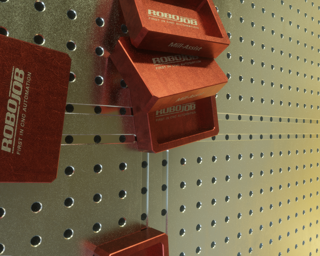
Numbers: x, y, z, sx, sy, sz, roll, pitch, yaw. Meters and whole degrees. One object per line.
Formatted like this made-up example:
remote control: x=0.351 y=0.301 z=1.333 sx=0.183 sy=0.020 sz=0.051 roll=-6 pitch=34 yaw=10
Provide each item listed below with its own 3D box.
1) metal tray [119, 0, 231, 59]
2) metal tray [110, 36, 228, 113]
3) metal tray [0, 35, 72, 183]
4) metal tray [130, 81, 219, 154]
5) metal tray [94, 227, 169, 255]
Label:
metal tray: x=0.019 y=-0.138 z=0.389 sx=0.131 sy=0.030 sz=0.090 roll=-2 pitch=65 yaw=-33
metal tray: x=0.015 y=-0.075 z=0.391 sx=0.131 sy=0.030 sz=0.090 roll=-18 pitch=69 yaw=-38
metal tray: x=-0.139 y=-0.016 z=0.290 sx=0.091 sy=0.030 sz=0.129 roll=9 pitch=84 yaw=-40
metal tray: x=0.025 y=-0.023 z=0.428 sx=0.131 sy=0.030 sz=0.089 roll=-13 pitch=99 yaw=-39
metal tray: x=-0.030 y=0.201 z=0.382 sx=0.091 sy=0.030 sz=0.129 roll=-5 pitch=94 yaw=-40
